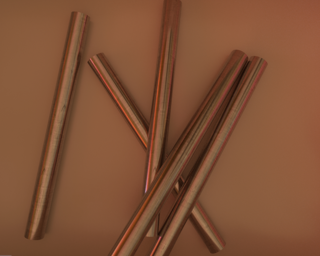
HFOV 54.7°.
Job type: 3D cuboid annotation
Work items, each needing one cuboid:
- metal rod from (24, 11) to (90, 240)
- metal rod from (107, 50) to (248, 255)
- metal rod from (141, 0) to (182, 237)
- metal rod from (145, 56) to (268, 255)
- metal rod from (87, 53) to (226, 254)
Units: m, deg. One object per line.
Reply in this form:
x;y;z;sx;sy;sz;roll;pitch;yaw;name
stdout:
-0.135;-0.003;0.409;0.025;0.025;0.298;12;90;-1;metal rod
0.029;0.025;0.371;0.025;0.025;0.300;33;73;0;metal rod
0.001;-0.019;0.392;0.025;0.025;0.298;6;82;-1;metal rod
0.060;0.041;0.393;0.025;0.025;0.299;29;82;-1;metal rod
-0.004;0.033;0.411;0.025;0.025;0.299;-33;90;0;metal rod
